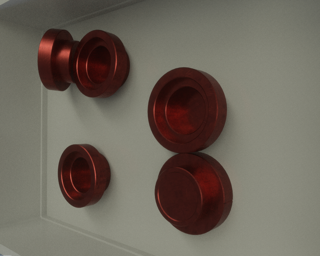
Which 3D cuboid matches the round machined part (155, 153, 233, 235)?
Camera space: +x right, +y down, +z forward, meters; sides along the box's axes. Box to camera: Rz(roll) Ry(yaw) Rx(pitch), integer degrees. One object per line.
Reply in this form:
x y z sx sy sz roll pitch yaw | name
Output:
0.033 0.078 0.369 0.098 0.042 0.097 0 90 40 | round machined part

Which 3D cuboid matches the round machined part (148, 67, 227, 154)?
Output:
0.036 -0.020 0.366 0.098 0.042 0.097 0 90 40 | round machined part

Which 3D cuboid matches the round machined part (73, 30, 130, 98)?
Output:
-0.084 -0.093 0.464 0.098 0.042 0.097 0 90 39 | round machined part

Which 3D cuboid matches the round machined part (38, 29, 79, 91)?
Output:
-0.153 -0.108 0.498 0.042 0.098 0.097 7 96 5 | round machined part

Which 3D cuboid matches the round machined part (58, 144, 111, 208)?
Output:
-0.116 0.074 0.492 0.098 0.042 0.097 0 90 40 | round machined part
